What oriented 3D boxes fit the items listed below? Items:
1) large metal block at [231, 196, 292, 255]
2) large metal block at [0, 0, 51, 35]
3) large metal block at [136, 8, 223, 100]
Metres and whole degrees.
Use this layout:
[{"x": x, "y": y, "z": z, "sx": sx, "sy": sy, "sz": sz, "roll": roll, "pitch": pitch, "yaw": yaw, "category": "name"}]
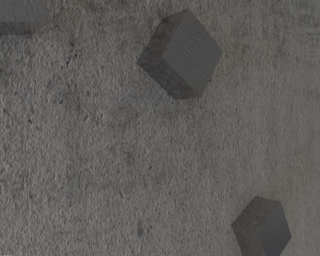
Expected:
[{"x": 0.178, "y": 0.179, "z": 0.538, "sx": 0.081, "sy": 0.050, "sz": 0.080, "roll": -35, "pitch": 112, "yaw": -34, "category": "large metal block"}, {"x": -0.150, "y": -0.125, "z": 0.263, "sx": 0.081, "sy": 0.050, "sz": 0.079, "roll": -15, "pitch": 100, "yaw": -39, "category": "large metal block"}, {"x": 0.028, "y": -0.095, "z": 0.412, "sx": 0.080, "sy": 0.050, "sz": 0.080, "roll": 41, "pitch": 65, "yaw": -33, "category": "large metal block"}]
